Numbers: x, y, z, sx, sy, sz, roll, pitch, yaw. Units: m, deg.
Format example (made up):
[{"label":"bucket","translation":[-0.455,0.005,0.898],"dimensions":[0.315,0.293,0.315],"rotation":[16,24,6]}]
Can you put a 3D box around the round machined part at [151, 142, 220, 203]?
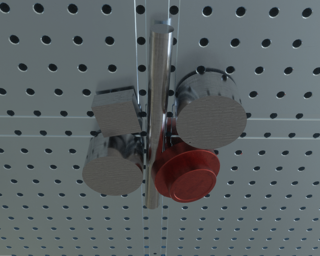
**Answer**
[{"label":"round machined part","translation":[0.040,0.068,0.438],"dimensions":[0.099,0.042,0.097],"rotation":[-11,131,-12]}]

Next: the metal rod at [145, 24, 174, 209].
[{"label":"metal rod","translation":[-0.005,0.011,0.415],"dimensions":[0.025,0.025,0.298],"rotation":[2,130,-2]}]

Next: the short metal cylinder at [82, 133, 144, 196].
[{"label":"short metal cylinder","translation":[-0.063,0.049,0.431],"dimensions":[0.081,0.050,0.079],"rotation":[0,130,0]}]

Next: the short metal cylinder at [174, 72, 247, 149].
[{"label":"short metal cylinder","translation":[0.059,-0.020,0.373],"dimensions":[0.081,0.050,0.079],"rotation":[0,130,0]}]

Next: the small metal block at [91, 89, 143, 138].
[{"label":"small metal block","translation":[-0.053,-0.018,0.391],"dimensions":[0.050,0.025,0.050],"rotation":[-9,130,7]}]
